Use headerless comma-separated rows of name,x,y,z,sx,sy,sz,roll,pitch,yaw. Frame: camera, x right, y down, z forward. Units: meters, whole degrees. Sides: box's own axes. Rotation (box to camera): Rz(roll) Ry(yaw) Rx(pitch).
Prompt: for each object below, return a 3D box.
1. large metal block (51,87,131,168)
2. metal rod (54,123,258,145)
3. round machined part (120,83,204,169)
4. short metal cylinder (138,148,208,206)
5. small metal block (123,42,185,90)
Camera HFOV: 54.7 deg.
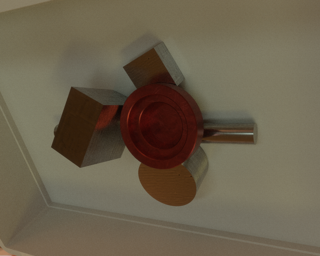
large metal block,-0.078,-0.003,0.390,0.050,0.080,0.079,30,106,23
metal rod,-0.025,0.006,0.420,0.300,0.025,0.025,0,119,27
round machined part,0.005,-0.004,0.364,0.098,0.042,0.097,6,104,27
short metal cylinder,0.018,0.057,0.413,0.080,0.050,0.079,13,124,20
small metal block,-0.007,-0.066,0.369,0.050,0.025,0.050,-23,107,36
